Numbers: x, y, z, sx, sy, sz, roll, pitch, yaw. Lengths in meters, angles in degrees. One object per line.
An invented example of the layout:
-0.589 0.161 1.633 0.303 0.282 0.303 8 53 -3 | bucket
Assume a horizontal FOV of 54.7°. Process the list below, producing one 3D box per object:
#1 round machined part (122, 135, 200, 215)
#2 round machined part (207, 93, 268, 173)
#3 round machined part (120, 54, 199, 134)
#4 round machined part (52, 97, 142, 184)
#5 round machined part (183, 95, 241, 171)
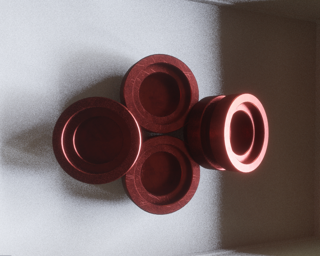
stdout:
-0.002 0.057 0.398 0.099 0.042 0.097 0 90 -20 | round machined part
0.093 0.006 0.393 0.099 0.042 0.097 0 90 -42 | round machined part
-0.003 -0.042 0.398 0.099 0.042 0.097 0 90 -20 | round machined part
-0.070 0.014 0.363 0.099 0.042 0.097 0 90 1 | round machined part
0.069 0.006 0.414 0.099 0.042 0.097 1 89 -42 | round machined part
